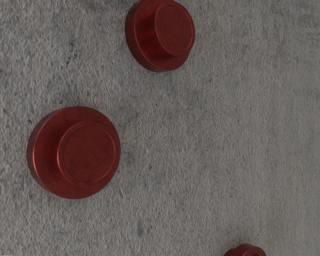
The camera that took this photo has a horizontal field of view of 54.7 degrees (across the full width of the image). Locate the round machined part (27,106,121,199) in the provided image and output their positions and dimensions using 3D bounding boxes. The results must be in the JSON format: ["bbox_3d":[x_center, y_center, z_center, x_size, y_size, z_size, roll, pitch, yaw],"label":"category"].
[{"bbox_3d":[-0.082,0.026,0.325,0.099,0.042,0.097,0,90,-40],"label":"round machined part"}]

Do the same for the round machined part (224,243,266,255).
[{"bbox_3d":[0.132,0.238,0.505,0.099,0.042,0.097,0,90,-40],"label":"round machined part"}]

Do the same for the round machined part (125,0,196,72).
[{"bbox_3d":[0.007,-0.123,0.399,0.099,0.042,0.097,0,90,-40],"label":"round machined part"}]
